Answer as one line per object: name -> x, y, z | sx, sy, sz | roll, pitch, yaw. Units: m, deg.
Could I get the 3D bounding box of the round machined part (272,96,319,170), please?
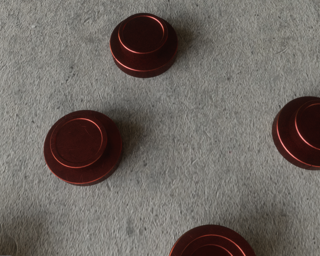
round machined part -> 0.201, 0.003, 0.399 | 0.099, 0.042, 0.098 | 0, 70, 0

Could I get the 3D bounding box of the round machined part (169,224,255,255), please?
round machined part -> 0.056, 0.158, 0.341 | 0.099, 0.042, 0.098 | 0, 70, 0

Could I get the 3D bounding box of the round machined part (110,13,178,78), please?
round machined part -> -0.023, -0.124, 0.444 | 0.099, 0.042, 0.098 | 0, 70, 0

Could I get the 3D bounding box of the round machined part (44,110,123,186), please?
round machined part -> -0.097, 0.021, 0.390 | 0.099, 0.042, 0.098 | 0, 70, 0
